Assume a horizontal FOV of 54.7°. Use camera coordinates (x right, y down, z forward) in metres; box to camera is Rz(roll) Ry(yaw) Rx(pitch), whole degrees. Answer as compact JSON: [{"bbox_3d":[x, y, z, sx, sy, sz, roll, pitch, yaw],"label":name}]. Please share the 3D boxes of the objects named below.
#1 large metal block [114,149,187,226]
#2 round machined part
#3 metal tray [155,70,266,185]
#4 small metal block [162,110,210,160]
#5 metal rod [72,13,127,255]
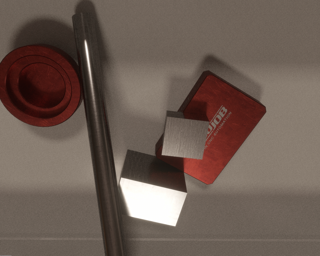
[{"bbox_3d":[-0.013,0.076,0.410,0.081,0.080,0.050,14,110,-6],"label":"large metal block"},{"bbox_3d":[-0.141,-0.054,0.380,0.099,0.042,0.097,0,110,-1],"label":"round machined part"},{"bbox_3d":[0.064,0.002,0.410,0.090,0.030,0.129,29,107,-11],"label":"metal tray"},{"bbox_3d":[0.030,0.008,0.382,0.050,0.025,0.050,7,110,-3],"label":"small metal block"},{"bbox_3d":[-0.069,0.017,0.359,0.025,0.025,0.298,-8,88,2],"label":"metal rod"}]
